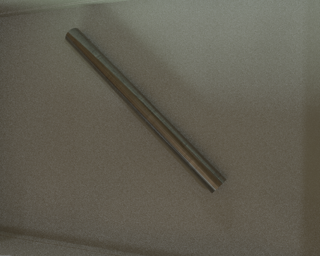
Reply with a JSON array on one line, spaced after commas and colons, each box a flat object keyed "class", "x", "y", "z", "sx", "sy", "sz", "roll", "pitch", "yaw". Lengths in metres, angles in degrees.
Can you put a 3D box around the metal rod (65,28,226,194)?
[{"class": "metal rod", "x": -0.028, "y": -0.032, "z": 0.420, "sx": 0.300, "sy": 0.025, "sz": 0.025, "roll": 46, "pitch": 104, "yaw": 14}]
